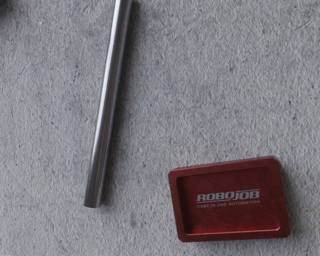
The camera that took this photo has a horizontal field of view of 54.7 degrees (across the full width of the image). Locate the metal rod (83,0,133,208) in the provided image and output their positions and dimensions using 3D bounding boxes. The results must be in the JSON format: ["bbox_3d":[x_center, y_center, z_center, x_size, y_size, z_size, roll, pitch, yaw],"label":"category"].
[{"bbox_3d":[-0.072,-0.037,0.433,0.025,0.025,0.298,11,93,19],"label":"metal rod"}]

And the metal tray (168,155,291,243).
[{"bbox_3d":[0.082,0.087,0.377,0.130,0.030,0.089,-10,87,19],"label":"metal tray"}]

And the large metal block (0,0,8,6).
[{"bbox_3d":[-0.307,-0.232,0.501,0.080,0.050,0.080,-19,84,18],"label":"large metal block"}]
